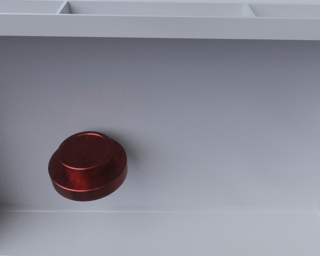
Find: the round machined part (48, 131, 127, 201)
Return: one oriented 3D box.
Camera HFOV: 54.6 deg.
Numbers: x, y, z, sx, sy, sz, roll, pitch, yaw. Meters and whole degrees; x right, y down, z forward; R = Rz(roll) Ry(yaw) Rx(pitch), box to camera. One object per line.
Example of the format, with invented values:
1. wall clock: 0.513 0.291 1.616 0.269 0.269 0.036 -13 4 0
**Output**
1. round machined part: -0.092 0.041 0.395 0.099 0.098 0.042 0 130 -1
